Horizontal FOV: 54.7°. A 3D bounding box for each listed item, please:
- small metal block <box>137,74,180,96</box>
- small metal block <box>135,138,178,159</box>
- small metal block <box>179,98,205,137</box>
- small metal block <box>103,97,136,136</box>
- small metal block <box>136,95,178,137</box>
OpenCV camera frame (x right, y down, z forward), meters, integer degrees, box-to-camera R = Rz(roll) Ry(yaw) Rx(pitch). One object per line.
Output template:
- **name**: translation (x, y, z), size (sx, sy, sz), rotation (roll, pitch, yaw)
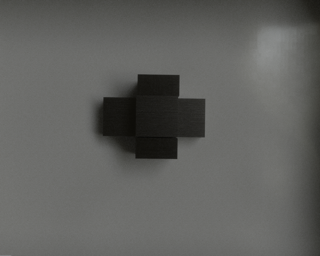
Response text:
- **small metal block**: translation (-0.002, -0.052, 0.396), size (0.050, 0.050, 0.025), rotation (1, 90, 0)
- **small metal block**: translation (-0.004, 0.024, 0.396), size (0.050, 0.050, 0.025), rotation (1, 90, 0)
- **small metal block**: translation (0.033, -0.013, 0.410), size (0.050, 0.025, 0.050), rotation (1, 90, -1)
- **small metal block**: translation (-0.047, -0.014, 0.409), size (0.050, 0.025, 0.050), rotation (1, 90, 0)
- **small metal block**: translation (-0.004, -0.014, 0.384), size (0.050, 0.025, 0.050), rotation (1, 90, -1)
